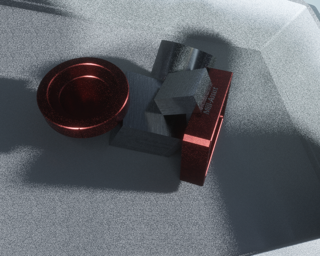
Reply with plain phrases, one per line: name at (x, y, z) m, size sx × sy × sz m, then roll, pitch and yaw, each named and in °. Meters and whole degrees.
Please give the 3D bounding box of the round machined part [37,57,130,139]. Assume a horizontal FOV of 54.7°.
round machined part at (-0.083, -0.030, 0.352) m, size 0.099 × 0.042 × 0.098 m, roll 1°, pitch 59°, yaw -2°

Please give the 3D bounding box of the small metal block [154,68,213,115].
small metal block at (0.028, -0.042, 0.364) m, size 0.025 × 0.050 × 0.050 m, roll 61°, pitch 41°, yaw -36°

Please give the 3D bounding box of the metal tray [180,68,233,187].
metal tray at (0.060, -0.003, 0.396) m, size 0.030 × 0.089 × 0.130 m, roll 15°, pitch 50°, yaw 13°

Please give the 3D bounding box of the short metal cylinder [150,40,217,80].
short metal cylinder at (0.032, -0.085, 0.431) m, size 0.081 × 0.080 × 0.050 m, roll 15°, pitch 100°, yaw -20°

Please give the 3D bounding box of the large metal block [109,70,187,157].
large metal block at (-0.014, -0.016, 0.391) m, size 0.081 × 0.050 × 0.080 m, roll 14°, pitch 56°, yaw -21°
